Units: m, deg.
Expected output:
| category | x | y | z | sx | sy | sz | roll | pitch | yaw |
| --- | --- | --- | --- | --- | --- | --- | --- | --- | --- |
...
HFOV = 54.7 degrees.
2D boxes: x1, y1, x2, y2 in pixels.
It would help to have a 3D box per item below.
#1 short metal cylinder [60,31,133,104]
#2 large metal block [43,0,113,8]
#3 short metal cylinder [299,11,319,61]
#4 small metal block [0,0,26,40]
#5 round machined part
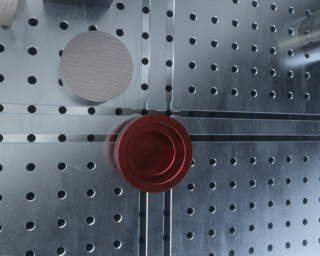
| category | x | y | z | sx | sy | sz | roll | pitch | yaw |
| --- | --- | --- | --- | --- | --- | --- | --- | --- | --- |
| short metal cylinder | -0.078 | -0.069 | 0.370 | 0.081 | 0.050 | 0.080 | 0 | 90 | -20 |
| large metal block | -0.091 | -0.178 | 0.349 | 0.081 | 0.080 | 0.050 | -3 | 91 | -20 |
| short metal cylinder | 0.275 | -0.153 | 0.500 | 0.081 | 0.050 | 0.080 | 0 | 90 | -20 |
| small metal block | -0.167 | -0.130 | 0.337 | 0.025 | 0.050 | 0.050 | 13 | 86 | -20 |
| round machined part | -0.011 | 0.031 | 0.399 | 0.099 | 0.042 | 0.097 | 0 | 90 | -20 |
